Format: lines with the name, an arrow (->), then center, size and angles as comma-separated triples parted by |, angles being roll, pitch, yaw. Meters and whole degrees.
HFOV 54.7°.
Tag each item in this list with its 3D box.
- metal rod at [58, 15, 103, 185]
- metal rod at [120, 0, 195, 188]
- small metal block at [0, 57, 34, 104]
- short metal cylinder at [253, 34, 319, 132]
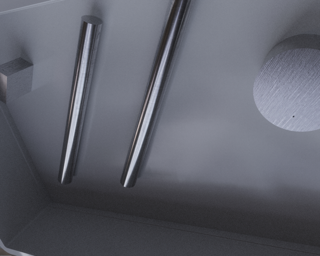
metal rod -> -0.125, -0.019, 0.460 | 0.025, 0.025, 0.298 | 29, 128, 9
metal rod -> -0.012, -0.029, 0.395 | 0.025, 0.025, 0.298 | 27, 128, 11
small metal block -> -0.218, -0.071, 0.461 | 0.025, 0.050, 0.050 | 31, 128, 8
short metal cylinder -> 0.135, -0.043, 0.295 | 0.080, 0.050, 0.079 | 13, 124, 20
